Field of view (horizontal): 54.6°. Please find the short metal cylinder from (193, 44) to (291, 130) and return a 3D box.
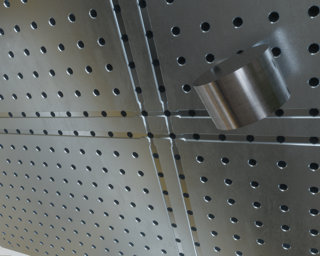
[{"bbox_3d":[0.080,-0.041,0.308,0.080,0.080,0.050,-21,107,36],"label":"short metal cylinder"}]
